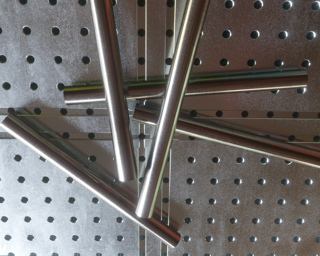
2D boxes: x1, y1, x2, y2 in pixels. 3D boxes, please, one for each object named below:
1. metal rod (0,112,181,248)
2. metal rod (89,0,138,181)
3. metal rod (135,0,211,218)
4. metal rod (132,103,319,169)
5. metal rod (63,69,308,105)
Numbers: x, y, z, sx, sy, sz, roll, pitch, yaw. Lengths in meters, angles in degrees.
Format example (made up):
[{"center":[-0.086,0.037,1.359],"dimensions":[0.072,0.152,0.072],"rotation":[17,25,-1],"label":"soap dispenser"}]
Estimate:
[{"center":[-0.089,0.081,0.442],"dimensions":[0.301,0.025,0.025],"rotation":[39,105,-14],"label":"metal rod"},{"center":[-0.059,-0.082,0.361],"dimensions":[0.025,0.025,0.298],"rotation":[-7,102,2],"label":"metal rod"},{"center":[0.012,-0.019,0.378],"dimensions":[0.025,0.025,0.298],"rotation":[12,110,-5],"label":"metal rod"},{"center":[0.111,0.016,0.420],"dimensions":[0.302,0.025,0.025],"rotation":[14,109,-6],"label":"metal rod"},{"center":[0.031,-0.052,0.394],"dimensions":[0.302,0.025,0.025],"rotation":[-4,110,1],"label":"metal rod"}]
